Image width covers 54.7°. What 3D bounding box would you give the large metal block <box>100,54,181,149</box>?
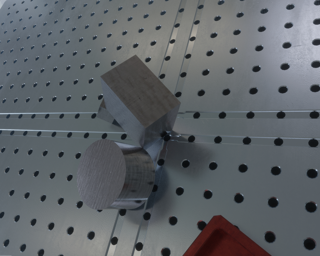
[{"bbox_3d":[-0.025,-0.027,0.379,0.050,0.080,0.080,-37,75,-18],"label":"large metal block"}]

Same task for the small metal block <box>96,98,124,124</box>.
[{"bbox_3d":[-0.068,-0.040,0.450,0.025,0.050,0.050,25,69,-9],"label":"small metal block"}]

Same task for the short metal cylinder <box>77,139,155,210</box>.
[{"bbox_3d":[-0.053,0.057,0.371,0.080,0.050,0.080,-10,72,35],"label":"short metal cylinder"}]

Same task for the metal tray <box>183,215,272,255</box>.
[{"bbox_3d":[0.075,0.152,0.271,0.130,0.030,0.090,34,81,38],"label":"metal tray"}]
